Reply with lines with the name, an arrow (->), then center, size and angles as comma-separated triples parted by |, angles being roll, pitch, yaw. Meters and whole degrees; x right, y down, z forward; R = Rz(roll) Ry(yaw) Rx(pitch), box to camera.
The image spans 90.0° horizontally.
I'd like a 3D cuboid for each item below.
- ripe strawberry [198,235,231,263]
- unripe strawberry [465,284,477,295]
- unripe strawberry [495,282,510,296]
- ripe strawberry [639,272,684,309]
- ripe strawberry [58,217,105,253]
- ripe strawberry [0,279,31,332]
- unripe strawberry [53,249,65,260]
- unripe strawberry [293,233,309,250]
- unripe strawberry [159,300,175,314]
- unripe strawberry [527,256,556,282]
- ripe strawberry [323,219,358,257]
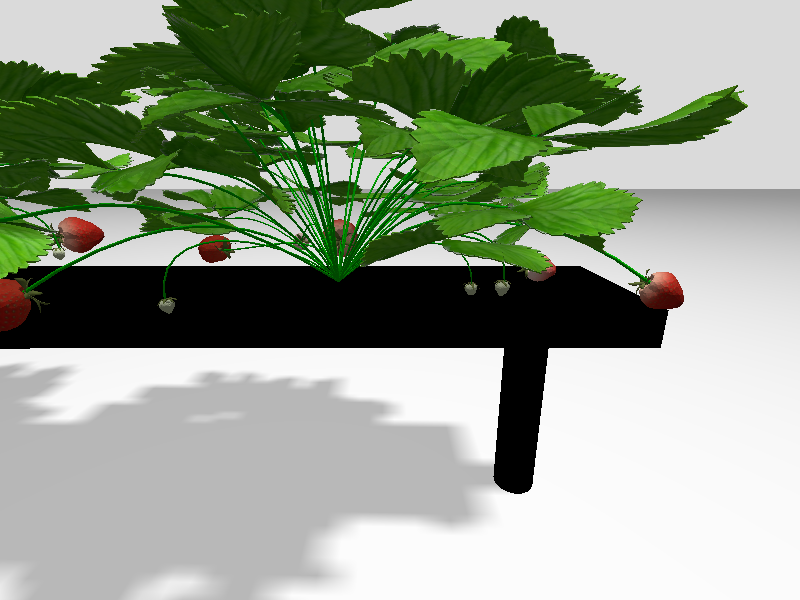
ripe strawberry -> -0.203, -0.056, 0.435 | 0.034, 0.029, 0.034 | 9, 19, 28
unripe strawberry -> 0.056, -0.008, 0.314 | 0.010, 0.010, 0.009 | 7, 19, 22
unripe strawberry -> 0.079, -0.009, 0.310 | 0.011, 0.012, 0.011 | 6, 18, 20
ripe strawberry -> 0.187, -0.005, 0.283 | 0.028, 0.027, 0.026 | 32, 24, 7
ripe strawberry -> -0.400, -0.083, 0.506 | 0.042, 0.044, 0.046 | 11, 20, 32
ripe strawberry -> -0.244, 0.004, 0.240 | 0.035, 0.030, 0.035 | -31, 30, -23
unripe strawberry -> -0.348, -0.047, 0.410 | 0.010, 0.011, 0.011 | -6, 18, -19
unripe strawberry -> -0.125, -0.073, 0.505 | 0.020, 0.022, 0.021 | -8, 1, -23
unripe strawberry -> -0.159, 0.004, 0.273 | 0.010, 0.010, 0.011 | -14, 22, -39
unripe strawberry -> 0.125, -0.028, 0.355 | 0.025, 0.024, 0.027 | 6, 17, -1
ripe strawberry -> -0.072, -0.075, 0.484 | 0.042, 0.045, 0.045 | -2, 17, -7
